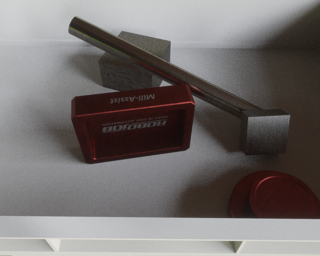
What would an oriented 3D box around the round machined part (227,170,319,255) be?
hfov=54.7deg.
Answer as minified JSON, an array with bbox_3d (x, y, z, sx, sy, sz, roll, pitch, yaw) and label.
[{"bbox_3d":[0.123,0.085,0.324,0.099,0.042,0.098,0,50,0],"label":"round machined part"}]

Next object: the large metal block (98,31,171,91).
[{"bbox_3d":[-0.035,-0.097,0.470,0.080,0.050,0.080,15,52,12],"label":"large metal block"}]

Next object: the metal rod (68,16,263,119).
[{"bbox_3d":[0.020,-0.069,0.409,0.301,0.025,0.025,27,53,0],"label":"metal rod"}]

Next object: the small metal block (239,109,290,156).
[{"bbox_3d":[0.128,0.005,0.383,0.050,0.050,0.025,-3,20,-3],"label":"small metal block"}]

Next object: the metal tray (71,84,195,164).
[{"bbox_3d":[-0.029,-0.002,0.364,0.131,0.089,0.030,-8,51,-7],"label":"metal tray"}]
